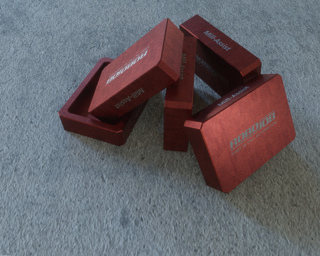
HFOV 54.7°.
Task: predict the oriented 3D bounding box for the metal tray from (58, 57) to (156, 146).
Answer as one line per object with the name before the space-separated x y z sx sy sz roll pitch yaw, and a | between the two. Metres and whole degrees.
metal tray | -0.068 -0.042 0.436 0.090 0.030 0.130 16 52 12

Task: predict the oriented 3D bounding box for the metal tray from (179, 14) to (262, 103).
metal tray | 0.083 -0.090 0.436 0.030 0.090 0.130 -35 57 -9

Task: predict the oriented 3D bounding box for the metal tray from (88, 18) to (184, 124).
metal tray | -0.031 -0.068 0.388 0.130 0.030 0.090 -28 38 36

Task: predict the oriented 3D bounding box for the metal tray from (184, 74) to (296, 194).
metal tray | 0.098 0.003 0.361 0.131 0.090 0.030 -32 22 -24

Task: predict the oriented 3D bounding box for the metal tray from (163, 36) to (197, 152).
metal tray | 0.026 -0.046 0.401 0.030 0.089 0.130 5 51 4
